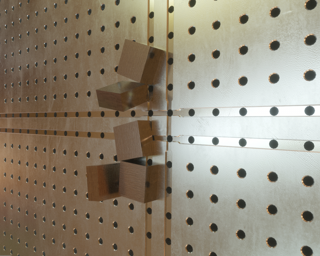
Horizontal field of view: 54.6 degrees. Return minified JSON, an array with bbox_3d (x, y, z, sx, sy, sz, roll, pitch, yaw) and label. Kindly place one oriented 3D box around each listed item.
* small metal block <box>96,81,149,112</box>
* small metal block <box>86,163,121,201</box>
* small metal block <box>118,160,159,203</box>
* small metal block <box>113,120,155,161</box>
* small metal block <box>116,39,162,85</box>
[{"bbox_3d":[-0.052,-0.046,0.434,0.050,0.050,0.025,13,120,39],"label":"small metal block"},{"bbox_3d":[-0.080,0.079,0.460,0.025,0.050,0.050,-8,85,40],"label":"small metal block"},{"bbox_3d":[-0.031,0.073,0.436,0.050,0.025,0.050,6,94,40],"label":"small metal block"},{"bbox_3d":[-0.037,0.019,0.442,0.050,0.025,0.050,-14,81,39],"label":"small metal block"},{"bbox_3d":[-0.030,-0.093,0.435,0.050,0.025,0.050,27,107,37],"label":"small metal block"}]
